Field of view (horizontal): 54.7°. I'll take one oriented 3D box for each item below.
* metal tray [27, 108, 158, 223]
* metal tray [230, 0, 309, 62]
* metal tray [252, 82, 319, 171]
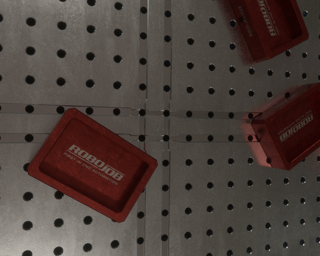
[{"bbox_3d":[-0.079,0.046,0.381,0.130,0.030,0.090,34,79,-17],"label":"metal tray"},{"bbox_3d":[0.164,-0.178,0.472,0.091,0.030,0.129,-29,100,-18],"label":"metal tray"},{"bbox_3d":[0.219,-0.004,0.492,0.131,0.030,0.090,-32,101,-18],"label":"metal tray"}]
